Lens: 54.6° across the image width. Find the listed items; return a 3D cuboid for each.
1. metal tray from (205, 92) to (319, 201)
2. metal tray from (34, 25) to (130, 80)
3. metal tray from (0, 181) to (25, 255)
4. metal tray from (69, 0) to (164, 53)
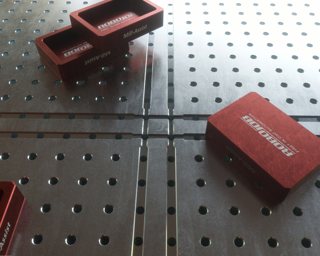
[{"bbox_3d":[0.133,0.017,0.391,0.091,0.030,0.130,-30,56,-23],"label":"metal tray"},{"bbox_3d":[-0.128,-0.140,0.521,0.131,0.030,0.090,-32,57,-24],"label":"metal tray"},{"bbox_3d":[-0.202,0.116,0.306,0.090,0.030,0.130,1,50,1],"label":"metal tray"},{"bbox_3d":[-0.069,-0.180,0.515,0.131,0.030,0.090,-34,58,-27],"label":"metal tray"}]
